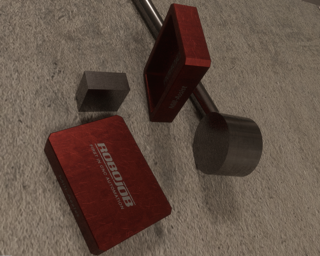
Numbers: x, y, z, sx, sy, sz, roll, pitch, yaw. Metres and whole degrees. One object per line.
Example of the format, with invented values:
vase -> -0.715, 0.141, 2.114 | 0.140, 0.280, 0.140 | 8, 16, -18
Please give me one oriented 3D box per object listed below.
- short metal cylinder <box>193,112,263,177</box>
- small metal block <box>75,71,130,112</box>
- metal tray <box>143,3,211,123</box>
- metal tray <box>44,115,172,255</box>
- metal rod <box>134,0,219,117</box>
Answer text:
short metal cylinder -> 0.086, 0.022, 0.403 | 0.050, 0.080, 0.080 | 8, 58, -25
small metal block -> -0.071, -0.043, 0.377 | 0.050, 0.050, 0.025 | -2, 63, -30
metal tray -> 0.015, -0.075, 0.390 | 0.030, 0.129, 0.090 | 2, 61, -19
metal tray -> -0.057, 0.056, 0.337 | 0.091, 0.030, 0.130 | -19, 72, -36
metal rod -> 0.008, -0.144, 0.497 | 0.025, 0.025, 0.299 | -17, 71, -35
